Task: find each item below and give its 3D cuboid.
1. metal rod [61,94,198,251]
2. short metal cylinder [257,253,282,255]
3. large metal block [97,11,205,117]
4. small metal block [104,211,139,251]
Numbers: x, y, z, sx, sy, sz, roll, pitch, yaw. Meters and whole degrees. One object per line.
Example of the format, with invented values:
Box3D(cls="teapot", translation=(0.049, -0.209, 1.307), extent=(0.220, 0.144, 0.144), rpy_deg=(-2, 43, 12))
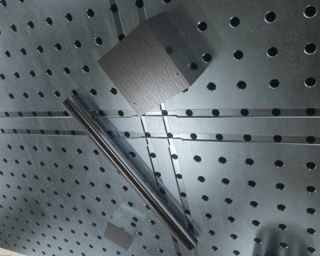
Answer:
Box3D(cls="metal rod", translation=(-0.042, 0.073, 0.476), extent=(0.025, 0.025, 0.300), rpy_deg=(-32, 101, 38))
Box3D(cls="short metal cylinder", translation=(0.168, 0.231, 0.449), extent=(0.080, 0.050, 0.079), rpy_deg=(13, 124, 20))
Box3D(cls="large metal block", translation=(-0.010, -0.071, 0.355), extent=(0.080, 0.050, 0.080), rpy_deg=(-28, 103, 37))
Box3D(cls="small metal block", translation=(-0.070, 0.187, 0.562), extent=(0.050, 0.025, 0.050), rpy_deg=(27, 128, 11))
